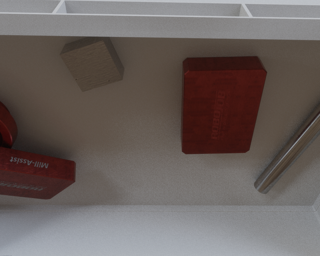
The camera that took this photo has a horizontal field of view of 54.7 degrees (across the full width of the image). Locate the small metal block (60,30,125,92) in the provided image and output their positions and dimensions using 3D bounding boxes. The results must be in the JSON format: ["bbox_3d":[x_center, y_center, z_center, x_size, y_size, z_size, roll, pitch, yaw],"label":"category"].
[{"bbox_3d":[-0.074,-0.073,0.346,0.050,0.025,0.050,-15,129,12],"label":"small metal block"}]

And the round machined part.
[{"bbox_3d":[-0.230,-0.006,0.389,0.099,0.042,0.097,-1,130,0],"label":"round machined part"}]

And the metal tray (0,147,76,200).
[{"bbox_3d":[-0.194,0.064,0.422,0.131,0.030,0.090,18,142,-37],"label":"metal tray"}]

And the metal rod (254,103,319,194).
[{"bbox_3d":[0.208,-0.013,0.400,0.025,0.025,0.298,14,129,-12],"label":"metal rod"}]

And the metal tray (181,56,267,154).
[{"bbox_3d":[0.073,-0.024,0.387,0.091,0.030,0.129,-1,130,0],"label":"metal tray"}]
